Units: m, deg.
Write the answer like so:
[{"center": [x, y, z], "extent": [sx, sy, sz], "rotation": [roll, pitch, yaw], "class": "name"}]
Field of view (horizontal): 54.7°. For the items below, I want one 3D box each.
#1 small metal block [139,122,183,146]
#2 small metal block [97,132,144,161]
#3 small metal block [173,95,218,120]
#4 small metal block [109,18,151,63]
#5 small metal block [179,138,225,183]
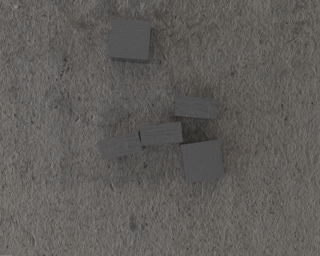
[{"center": [0.001, 0.007, 0.397], "extent": [0.050, 0.050, 0.025], "rotation": [-5, 90, 0], "class": "small metal block"}, {"center": [-0.048, 0.022, 0.397], "extent": [0.050, 0.050, 0.025], "rotation": [-12, 90, 0], "class": "small metal block"}, {"center": [0.044, -0.025, 0.398], "extent": [0.050, 0.050, 0.025], "rotation": [5, 90, 0], "class": "small metal block"}, {"center": [-0.038, -0.114, 0.409], "extent": [0.050, 0.025, 0.050], "rotation": [5, 90, 0], "class": "small metal block"}, {"center": [0.055, 0.043, 0.410], "extent": [0.050, 0.025, 0.050], "rotation": [-9, 90, 0], "class": "small metal block"}]
